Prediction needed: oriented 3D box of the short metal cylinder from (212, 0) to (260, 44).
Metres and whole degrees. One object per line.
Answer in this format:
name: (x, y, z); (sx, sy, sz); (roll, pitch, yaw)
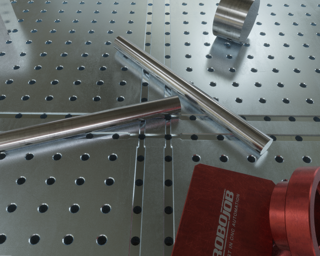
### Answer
short metal cylinder: (0.132, -0.191, 0.534); (0.050, 0.080, 0.080); (26, 55, 20)

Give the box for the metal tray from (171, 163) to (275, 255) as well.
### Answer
metal tray: (0.066, 0.105, 0.317); (0.090, 0.030, 0.130); (13, 51, 10)

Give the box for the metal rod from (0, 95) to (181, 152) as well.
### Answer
metal rod: (-0.119, -0.001, 0.406); (0.302, 0.025, 0.025); (-13, 51, -11)

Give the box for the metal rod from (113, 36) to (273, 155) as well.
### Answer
metal rod: (0.032, -0.061, 0.459); (0.025, 0.025, 0.300); (-35, 59, -26)

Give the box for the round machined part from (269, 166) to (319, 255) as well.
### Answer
round machined part: (0.141, 0.086, 0.302); (0.042, 0.098, 0.098); (-8, 38, 43)

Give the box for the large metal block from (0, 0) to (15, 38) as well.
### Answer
large metal block: (-0.302, -0.215, 0.549); (0.050, 0.080, 0.080); (-8, 51, -7)
